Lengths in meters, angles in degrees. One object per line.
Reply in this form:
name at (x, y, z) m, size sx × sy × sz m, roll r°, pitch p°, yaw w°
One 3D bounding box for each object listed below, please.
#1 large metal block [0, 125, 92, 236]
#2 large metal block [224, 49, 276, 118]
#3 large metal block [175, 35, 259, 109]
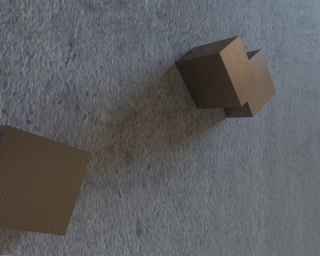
large metal block at (-0.122, 0.048, 0.287) m, size 0.080 × 0.050 × 0.080 m, roll 25°, pitch 74°, yaw -38°
large metal block at (0.138, -0.072, 0.507) m, size 0.080 × 0.050 × 0.080 m, roll -40°, pitch 115°, yaw -33°
large metal block at (0.081, -0.075, 0.439) m, size 0.050 × 0.080 × 0.080 m, roll -43°, pitch 117°, yaw -32°
